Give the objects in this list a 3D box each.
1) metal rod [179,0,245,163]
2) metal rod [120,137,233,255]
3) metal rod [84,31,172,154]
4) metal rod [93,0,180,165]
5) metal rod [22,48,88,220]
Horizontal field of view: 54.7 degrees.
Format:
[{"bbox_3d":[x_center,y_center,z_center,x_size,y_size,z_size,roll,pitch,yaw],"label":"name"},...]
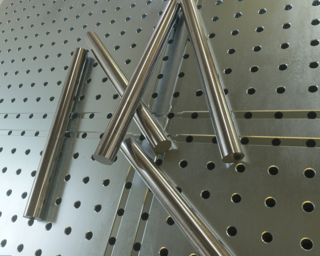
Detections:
[{"bbox_3d":[0.063,-0.089,0.428,0.025,0.025,0.299,-20,54,16],"label":"metal rod"},{"bbox_3d":[0.038,0.107,0.321,0.025,0.025,0.300,-43,51,-1],"label":"metal rod"},{"bbox_3d":[-0.063,-0.072,0.483,0.025,0.025,0.300,-37,51,3],"label":"metal rod"},{"bbox_3d":[-0.022,-0.083,0.445,0.025,0.025,0.300,2,55,29],"label":"metal rod"},{"bbox_3d":[-0.159,-0.008,0.493,0.025,0.025,0.299,-7,58,24],"label":"metal rod"}]
